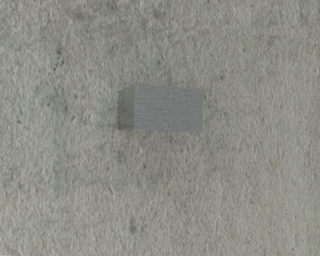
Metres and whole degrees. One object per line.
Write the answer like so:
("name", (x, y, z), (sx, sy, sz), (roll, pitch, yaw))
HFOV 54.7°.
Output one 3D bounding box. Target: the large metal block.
("large metal block", (-0.003, -0.021, 0.380), (0.081, 0.080, 0.050), (1, 90, -20))
